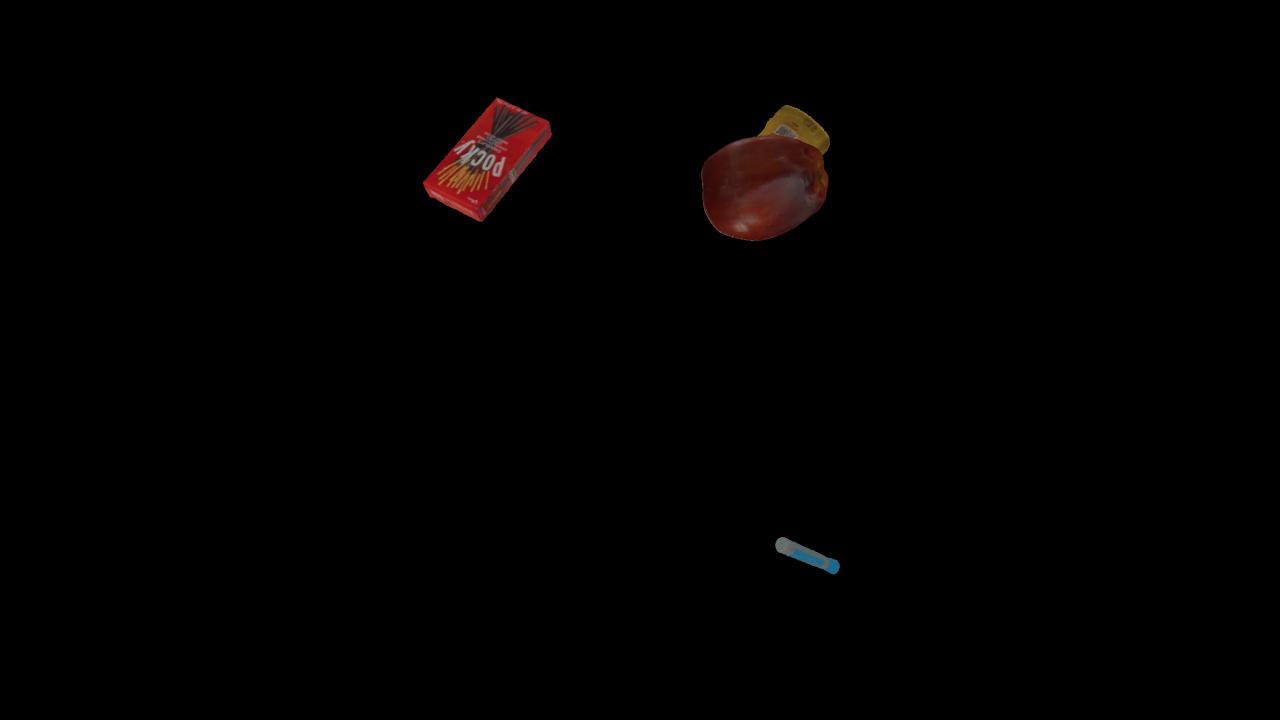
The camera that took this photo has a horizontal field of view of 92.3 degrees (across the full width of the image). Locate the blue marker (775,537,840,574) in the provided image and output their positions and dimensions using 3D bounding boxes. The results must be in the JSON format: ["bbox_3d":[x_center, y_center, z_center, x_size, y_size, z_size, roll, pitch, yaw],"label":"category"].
[{"bbox_3d":[0.212,0.246,0.767,0.121,0.020,0.020,30,-18,-34],"label":"blue marker"}]

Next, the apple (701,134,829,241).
[{"bbox_3d":[0.089,-0.125,0.453,0.093,0.079,0.079,-9,-5,36],"label":"apple"}]

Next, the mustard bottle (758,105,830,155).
[{"bbox_3d":[0.168,-0.267,0.861,0.184,0.092,0.054,-43,-18,1],"label":"mustard bottle"}]

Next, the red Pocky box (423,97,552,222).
[{"bbox_3d":[-0.183,-0.246,0.748,0.083,0.155,0.028,28,-19,12],"label":"red Pocky box"}]
